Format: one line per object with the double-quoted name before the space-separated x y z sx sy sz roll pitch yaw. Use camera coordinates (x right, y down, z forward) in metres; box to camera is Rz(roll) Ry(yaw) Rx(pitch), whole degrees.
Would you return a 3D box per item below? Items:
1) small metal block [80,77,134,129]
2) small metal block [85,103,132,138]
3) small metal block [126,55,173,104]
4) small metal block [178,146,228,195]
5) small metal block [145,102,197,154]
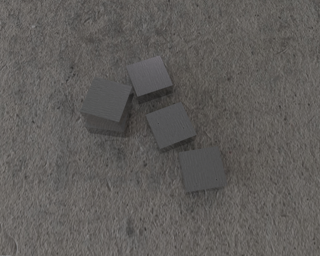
"small metal block" -0.066 -0.032 0.393 0.050 0.025 0.050 16 71 5
"small metal block" -0.067 -0.017 0.414 0.050 0.025 0.050 8 70 3
"small metal block" -0.015 -0.067 0.432 0.050 0.025 0.050 -19 71 -7
"small metal block" 0.052 0.054 0.389 0.050 0.025 0.050 -9 70 -3
"small metal block" 0.014 0.000 0.408 0.050 0.025 0.050 -21 71 -8
